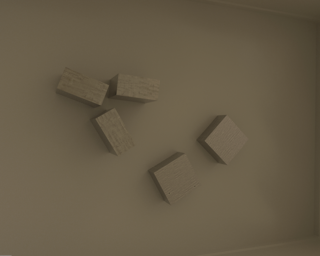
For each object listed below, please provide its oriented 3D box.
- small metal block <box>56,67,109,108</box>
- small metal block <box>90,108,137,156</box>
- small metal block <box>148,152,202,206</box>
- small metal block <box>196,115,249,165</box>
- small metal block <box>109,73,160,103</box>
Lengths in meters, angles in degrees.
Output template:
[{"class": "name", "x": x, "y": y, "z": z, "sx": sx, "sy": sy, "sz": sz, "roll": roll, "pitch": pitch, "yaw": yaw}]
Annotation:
[{"class": "small metal block", "x": -0.092, "y": -0.046, "z": 0.363, "sx": 0.050, "sy": 0.050, "sz": 0.025, "roll": 22, "pitch": 83, "yaw": -19}, {"class": "small metal block", "x": -0.058, "y": 0.005, "z": 0.376, "sx": 0.025, "sy": 0.050, "sz": 0.050, "roll": -33, "pitch": 101, "yaw": -17}, {"class": "small metal block", "x": 0.020, "y": 0.067, "z": 0.418, "sx": 0.050, "sy": 0.025, "sz": 0.050, "roll": -30, "pitch": 100, "yaw": -18}, {"class": "small metal block", "x": 0.090, "y": 0.017, "z": 0.443, "sx": 0.050, "sy": 0.025, "sz": 0.050, "roll": 46, "pitch": 76, "yaw": -14}, {"class": "small metal block", "x": -0.033, "y": -0.048, "z": 0.385, "sx": 0.050, "sy": 0.050, "sz": 0.025, "roll": 6, "pitch": 88, "yaw": -20}]
